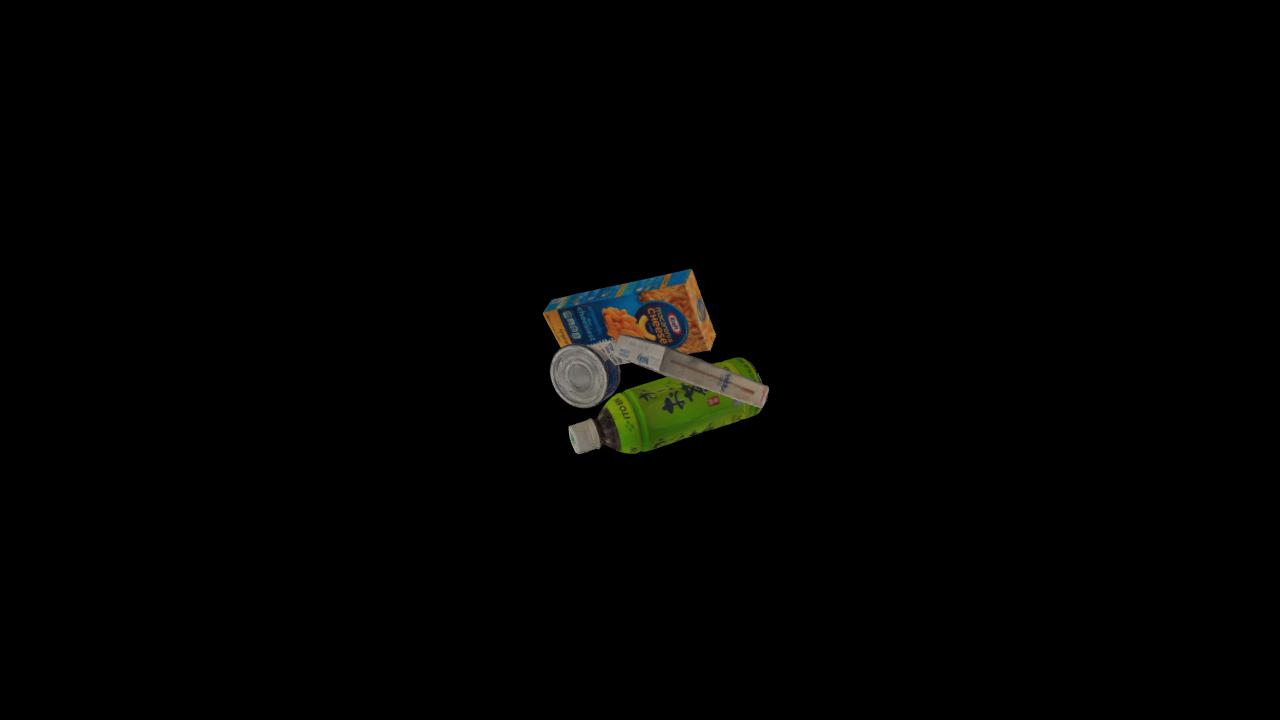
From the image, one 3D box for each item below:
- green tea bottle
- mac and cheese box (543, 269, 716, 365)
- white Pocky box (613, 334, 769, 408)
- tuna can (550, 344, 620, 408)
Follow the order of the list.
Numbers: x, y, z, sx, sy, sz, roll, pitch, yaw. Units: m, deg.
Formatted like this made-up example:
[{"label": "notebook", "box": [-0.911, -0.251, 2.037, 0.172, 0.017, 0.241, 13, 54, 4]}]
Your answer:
[{"label": "green tea bottle", "box": [0.027, 0.055, 0.662, 0.212, 0.073, 0.073, -16, 5, -17]}, {"label": "mac and cheese box", "box": [-0.013, -0.043, 0.724, 0.184, 0.093, 0.041, -9, 31, 25]}, {"label": "white Pocky box", "box": [0.055, 0.012, 0.644, 0.154, 0.028, 0.084, 21, -2, -37]}, {"label": "tuna can", "box": [-0.069, 0.017, 0.759, 0.084, 0.084, 0.034, 0, 16, 25]}]
